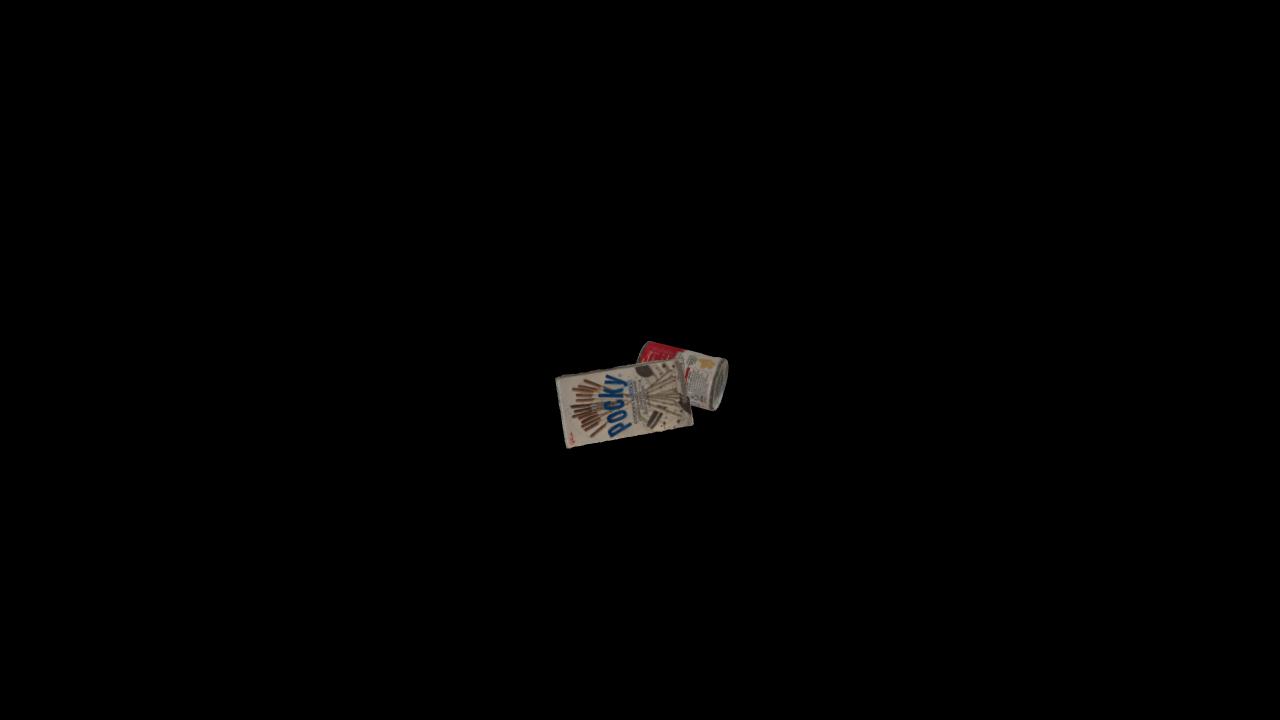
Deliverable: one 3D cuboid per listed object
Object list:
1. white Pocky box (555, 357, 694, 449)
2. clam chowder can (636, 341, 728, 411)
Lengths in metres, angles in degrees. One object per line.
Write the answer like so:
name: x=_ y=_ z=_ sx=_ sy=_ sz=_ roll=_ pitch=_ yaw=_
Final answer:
white Pocky box: x=-0.017 y=0.048 z=0.723 sx=0.154 sy=0.084 sz=0.028 roll=-9 pitch=3 yaw=-13
clam chowder can: x=0.052 y=0.020 z=0.760 sx=0.102 sy=0.068 sz=0.068 roll=14 pitch=5 yaw=19
